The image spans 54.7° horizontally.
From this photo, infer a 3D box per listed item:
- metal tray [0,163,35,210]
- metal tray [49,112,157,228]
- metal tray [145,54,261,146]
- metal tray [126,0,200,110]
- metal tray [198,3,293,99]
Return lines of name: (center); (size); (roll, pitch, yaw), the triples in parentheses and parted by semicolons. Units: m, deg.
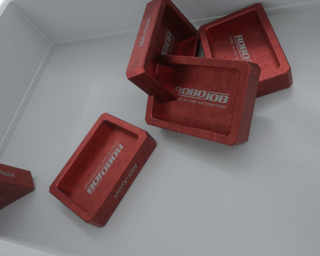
metal tray: (-0.250, 0.080, 0.415); (0.090, 0.130, 0.030); (-30, 64, 9)
metal tray: (-0.075, 0.051, 0.409); (0.090, 0.030, 0.130); (24, 74, 36)
metal tray: (0.045, -0.037, 0.367); (0.130, 0.030, 0.089); (15, 101, 38)
metal tray: (0.010, -0.099, 0.414); (0.030, 0.090, 0.130); (-13, 54, 41)
metal tray: (0.106, -0.097, 0.405); (0.090, 0.030, 0.130); (-18, 55, 17)
